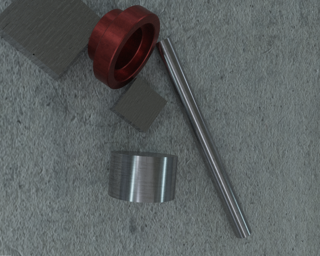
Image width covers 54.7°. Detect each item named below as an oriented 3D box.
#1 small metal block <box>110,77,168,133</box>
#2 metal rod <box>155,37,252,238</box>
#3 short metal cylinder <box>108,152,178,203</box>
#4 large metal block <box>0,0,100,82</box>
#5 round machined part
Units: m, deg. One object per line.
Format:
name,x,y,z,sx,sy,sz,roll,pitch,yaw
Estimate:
small metal block,-0.027,-0.029,0.400,0.050,0.025,0.050,38,78,-17
metal rod,0.063,0.020,0.433,0.025,0.025,0.299,-27,99,-18
short metal cylinder,-0.020,0.056,0.373,0.081,0.080,0.050,5,89,-20
large metal block,-0.122,-0.112,0.351,0.080,0.050,0.080,41,77,-16
round machined part,-0.045,-0.097,0.360,0.042,0.098,0.098,35,77,11
